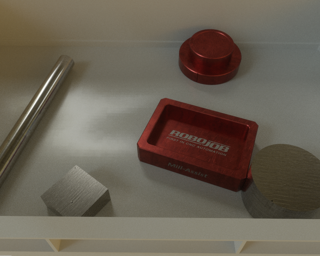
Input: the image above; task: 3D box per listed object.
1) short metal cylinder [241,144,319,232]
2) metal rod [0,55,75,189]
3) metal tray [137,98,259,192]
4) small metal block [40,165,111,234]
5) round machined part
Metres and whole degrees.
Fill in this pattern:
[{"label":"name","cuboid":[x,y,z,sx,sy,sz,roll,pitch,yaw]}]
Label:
[{"label":"short metal cylinder","cuboid":[0.134,0.064,0.337,0.081,0.050,0.080,0,50,0]},{"label":"metal rod","cuboid":[-0.177,0.007,0.397,0.025,0.025,0.300,9,50,7]},{"label":"metal tray","cuboid":[0.048,0.017,0.388,0.130,0.030,0.090,16,52,13]},{"label":"small metal block","cuboid":[-0.091,0.077,0.339,0.050,0.025,0.050,31,56,23]},{"label":"round machined part","cuboid":[0.079,-0.118,0.489,0.099,0.042,0.098,0,55,0]}]
